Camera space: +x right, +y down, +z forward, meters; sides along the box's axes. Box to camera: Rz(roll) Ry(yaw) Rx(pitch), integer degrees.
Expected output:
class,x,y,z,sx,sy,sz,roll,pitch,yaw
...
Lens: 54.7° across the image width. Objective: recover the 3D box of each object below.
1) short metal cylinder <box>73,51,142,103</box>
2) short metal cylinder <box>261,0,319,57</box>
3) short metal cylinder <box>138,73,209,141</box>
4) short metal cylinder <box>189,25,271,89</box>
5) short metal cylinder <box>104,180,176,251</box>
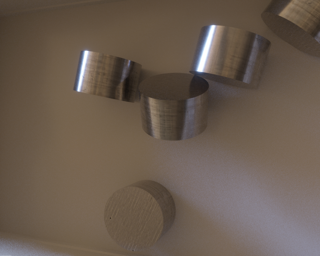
class,x,y,z,sx,sy,sz,roll,pitch,yaw
short metal cylinder,-0.068,-0.066,0.405,0.080,0.080,0.050,14,95,19
short metal cylinder,0.156,-0.119,0.326,0.080,0.080,0.050,40,103,15
short metal cylinder,0.017,-0.028,0.368,0.080,0.080,0.050,9,123,19
short metal cylinder,0.079,-0.079,0.353,0.080,0.080,0.050,17,96,19
short metal cylinder,-0.025,0.112,0.406,0.080,0.050,0.080,0,90,20
